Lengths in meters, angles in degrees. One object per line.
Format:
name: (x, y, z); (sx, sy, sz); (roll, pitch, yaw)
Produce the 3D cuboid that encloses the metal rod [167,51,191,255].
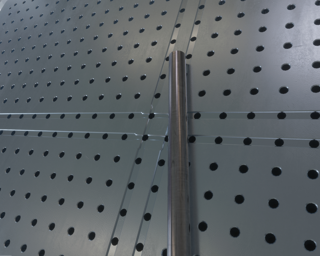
metal rod: (0.022, 0.022, 0.383); (0.025, 0.025, 0.300); (-12, 56, 22)
